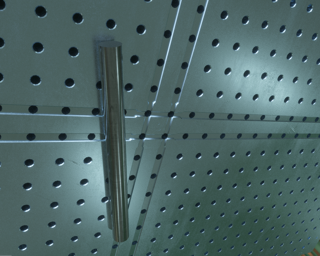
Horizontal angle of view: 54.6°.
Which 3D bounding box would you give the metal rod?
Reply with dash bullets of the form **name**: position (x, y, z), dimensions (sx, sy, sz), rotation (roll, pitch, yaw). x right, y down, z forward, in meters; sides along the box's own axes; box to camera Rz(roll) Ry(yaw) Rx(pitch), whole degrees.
- **metal rod**: position (-0.056, 0.039, 0.403), dimensions (0.025, 0.025, 0.298), rotation (-12, 124, -22)
